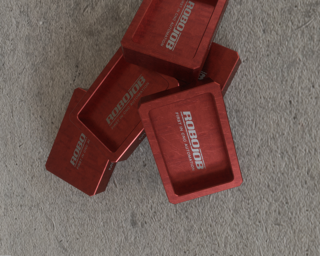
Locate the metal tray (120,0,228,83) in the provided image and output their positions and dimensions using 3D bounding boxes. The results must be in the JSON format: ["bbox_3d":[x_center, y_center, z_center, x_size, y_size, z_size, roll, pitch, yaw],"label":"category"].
[{"bbox_3d":[0.021,-0.125,0.363,0.090,0.030,0.130,20,69,8],"label":"metal tray"}]

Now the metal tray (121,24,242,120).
[{"bbox_3d":[0.025,-0.076,0.398,0.130,0.030,0.090,28,99,17],"label":"metal tray"}]

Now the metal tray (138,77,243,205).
[{"bbox_3d":[0.036,0.017,0.358,0.090,0.030,0.129,-17,109,2],"label":"metal tray"}]

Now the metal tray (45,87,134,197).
[{"bbox_3d":[-0.100,0.019,0.441,0.090,0.030,0.129,26,98,17],"label":"metal tray"}]

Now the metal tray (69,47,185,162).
[{"bbox_3d":[-0.043,-0.032,0.390,0.090,0.030,0.130,43,103,14],"label":"metal tray"}]
